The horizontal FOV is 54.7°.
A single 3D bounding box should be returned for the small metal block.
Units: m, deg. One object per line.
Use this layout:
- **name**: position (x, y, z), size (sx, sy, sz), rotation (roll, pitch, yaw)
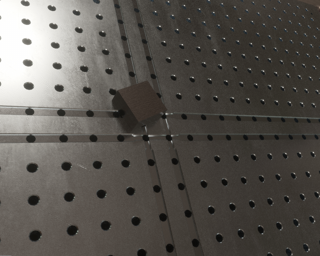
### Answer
- **small metal block**: position (-0.027, -0.031, 0.414), size (0.050, 0.025, 0.050), rotation (-25, 76, -37)
